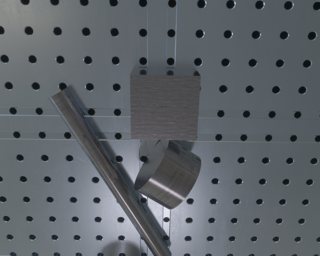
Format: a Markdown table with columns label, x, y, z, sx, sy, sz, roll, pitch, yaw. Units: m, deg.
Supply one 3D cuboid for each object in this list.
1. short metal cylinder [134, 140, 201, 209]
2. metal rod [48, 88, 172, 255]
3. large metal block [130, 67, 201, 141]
| label | x | y | z | sx | sy | sz | roll | pitch | yaw |
| --- | --- | --- | --- | --- | --- | --- | --- | --- | --- |
| short metal cylinder | 0.009 | 0.058 | 0.406 | 0.050 | 0.080 | 0.080 | 33 | 107 | -11 |
| metal rod | -0.062 | 0.079 | 0.441 | 0.025 | 0.025 | 0.299 | -26 | 108 | 9 |
| large metal block | 0.005 | -0.031 | 0.389 | 0.081 | 0.050 | 0.079 | 1 | 110 | -1 |
